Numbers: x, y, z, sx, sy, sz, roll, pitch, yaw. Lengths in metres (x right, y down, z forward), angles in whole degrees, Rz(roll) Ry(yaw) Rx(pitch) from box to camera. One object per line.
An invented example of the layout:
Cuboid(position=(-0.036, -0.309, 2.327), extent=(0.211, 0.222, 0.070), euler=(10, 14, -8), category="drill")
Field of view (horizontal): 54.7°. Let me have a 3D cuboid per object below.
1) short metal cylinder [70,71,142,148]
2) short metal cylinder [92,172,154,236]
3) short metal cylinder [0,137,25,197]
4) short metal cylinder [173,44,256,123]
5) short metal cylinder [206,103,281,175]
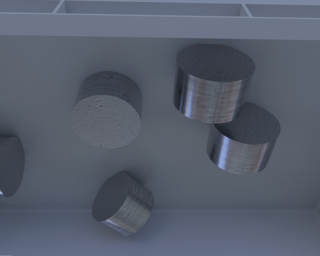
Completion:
Cuboid(position=(-0.062, -0.021, 0.374), extent=(0.081, 0.050, 0.079), euler=(0, 130, 0), category="short metal cylinder")
Cuboid(position=(-0.056, 0.115, 0.470), extent=(0.080, 0.080, 0.050), euler=(-33, 123, 24), category="short metal cylinder")
Cuboid(position=(-0.222, 0.051, 0.413), extent=(0.050, 0.080, 0.079), euler=(2, 130, -2), category="short metal cylinder")
Cuboid(position=(0.056, -0.049, 0.332), extent=(0.081, 0.080, 0.050), euler=(2, 130, -2), category="short metal cylinder")
Cuboid(position=(0.101, 0.011, 0.384), extent=(0.081, 0.080, 0.050), euler=(2, 130, -2), category="short metal cylinder")
